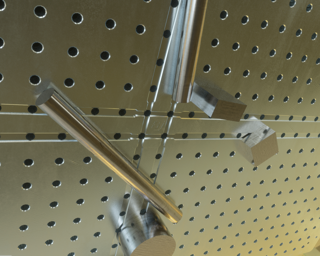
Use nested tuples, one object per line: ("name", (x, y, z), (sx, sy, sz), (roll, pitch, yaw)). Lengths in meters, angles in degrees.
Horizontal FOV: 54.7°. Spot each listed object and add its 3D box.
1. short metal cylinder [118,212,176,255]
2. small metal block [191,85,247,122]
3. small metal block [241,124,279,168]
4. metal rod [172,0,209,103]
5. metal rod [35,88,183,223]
("short metal cylinder", (-0.022, 0.183, 0.496), (0.081, 0.050, 0.079), (-14, 124, -21))
("small metal block", (0.079, -0.033, 0.417), (0.050, 0.050, 0.025), (7, 115, -32))
("small metal block", (0.169, 0.031, 0.522), (0.050, 0.025, 0.050), (-32, 129, -8))
("metal rod", (0.045, -0.167, 0.331), (0.025, 0.025, 0.298), (-7, 122, -25))
("metal rod", (-0.047, 0.056, 0.419), (0.025, 0.025, 0.300), (-40, 130, -1))
